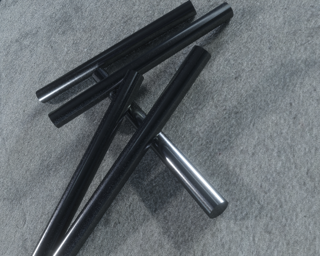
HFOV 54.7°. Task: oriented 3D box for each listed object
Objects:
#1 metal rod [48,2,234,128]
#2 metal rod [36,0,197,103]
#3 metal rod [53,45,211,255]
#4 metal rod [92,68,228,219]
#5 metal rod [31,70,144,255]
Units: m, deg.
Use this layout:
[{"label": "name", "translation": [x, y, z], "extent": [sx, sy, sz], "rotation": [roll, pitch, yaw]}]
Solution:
[{"label": "metal rod", "translation": [-0.025, -0.092, 0.447], "extent": [0.301, 0.025, 0.025], "rotation": [-33, 51, -4]}, {"label": "metal rod", "translation": [-0.078, -0.123, 0.518], "extent": [0.301, 0.025, 0.025], "rotation": [-28, 53, 10]}, {"label": "metal rod", "translation": [-0.032, 0.031, 0.372], "extent": [0.025, 0.025, 0.299], "rotation": [33, 88, 38]}, {"label": "metal rod", "translation": [-0.019, -0.001, 0.412], "extent": [0.025, 0.025, 0.300], "rotation": [-42, 51, -1]}, {"label": "metal rod", "translation": [-0.097, 0.059, 0.397], "extent": [0.025, 0.025, 0.299], "rotation": [18, 77, 34]}]
